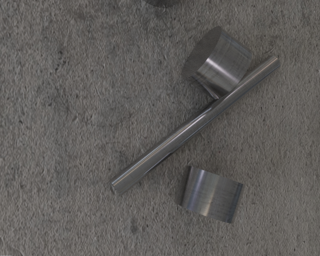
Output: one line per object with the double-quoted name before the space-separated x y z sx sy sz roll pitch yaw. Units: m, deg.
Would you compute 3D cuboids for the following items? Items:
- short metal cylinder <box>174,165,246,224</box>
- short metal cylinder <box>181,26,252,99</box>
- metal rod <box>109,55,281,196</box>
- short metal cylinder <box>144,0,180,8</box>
"short metal cylinder" 0.065 0.085 0.404 0.080 0.080 0.050 21 83 -19
"short metal cylinder" 0.073 -0.085 0.407 0.050 0.080 0.080 32 80 -18
"metal rod" 0.059 -0.012 0.430 0.301 0.025 0.025 -37 102 -16
"short metal cylinder" 0.008 -0.204 0.399 0.081 0.050 0.080 0 90 -20
